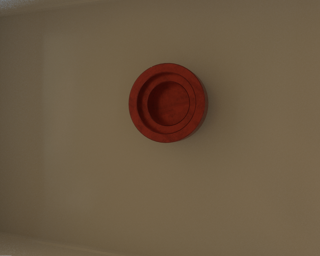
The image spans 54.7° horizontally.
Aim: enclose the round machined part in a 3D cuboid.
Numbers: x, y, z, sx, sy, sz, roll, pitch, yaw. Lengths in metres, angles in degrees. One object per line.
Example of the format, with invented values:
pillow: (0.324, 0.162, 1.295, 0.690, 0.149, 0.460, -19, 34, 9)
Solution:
round machined part: (0.013, -0.031, 0.396, 0.098, 0.042, 0.097, 0, 90, 19)
